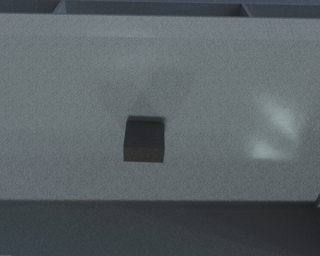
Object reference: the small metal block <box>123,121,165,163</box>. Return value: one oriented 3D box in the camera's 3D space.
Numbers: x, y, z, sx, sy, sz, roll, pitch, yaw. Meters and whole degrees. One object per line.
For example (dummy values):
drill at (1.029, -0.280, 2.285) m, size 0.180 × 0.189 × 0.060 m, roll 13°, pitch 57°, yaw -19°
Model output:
small metal block at (-0.020, 0.018, 0.403) m, size 0.050 × 0.050 × 0.025 m, roll 2°, pitch 130°, yaw -3°
